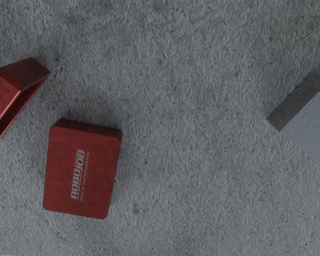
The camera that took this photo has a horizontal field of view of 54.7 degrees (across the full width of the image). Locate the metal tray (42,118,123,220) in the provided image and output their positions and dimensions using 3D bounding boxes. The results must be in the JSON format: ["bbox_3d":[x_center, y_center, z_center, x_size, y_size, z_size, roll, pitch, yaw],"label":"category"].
[{"bbox_3d":[-0.107,0.058,0.428,0.091,0.030,0.129,11,110,-4],"label":"metal tray"}]

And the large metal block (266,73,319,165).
[{"bbox_3d":[0.200,-0.010,0.394,0.080,0.050,0.080,36,106,-13],"label":"large metal block"}]

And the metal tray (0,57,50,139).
[{"bbox_3d":[-0.192,-0.020,0.365,0.030,0.090,0.130,40,105,-13],"label":"metal tray"}]
